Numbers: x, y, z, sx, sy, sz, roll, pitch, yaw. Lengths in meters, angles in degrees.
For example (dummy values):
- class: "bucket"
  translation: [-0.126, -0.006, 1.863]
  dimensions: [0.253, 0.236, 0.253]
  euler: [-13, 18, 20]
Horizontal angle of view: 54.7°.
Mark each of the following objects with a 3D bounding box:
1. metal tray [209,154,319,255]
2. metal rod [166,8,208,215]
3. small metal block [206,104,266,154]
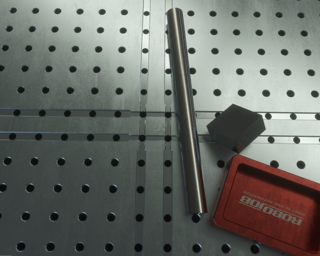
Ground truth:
- class: "metal tray"
  translation: [0.136, 0.097, 0.375]
  dimensions: [0.131, 0.030, 0.090]
  euler: [20, 71, 6]
- class: "metal rod"
  translation: [0.034, -0.036, 0.425]
  dimensions: [0.025, 0.025, 0.299]
  euler: [-4, 70, -2]
- class: "small metal block"
  translation: [0.098, 0.000, 0.399]
  dimensions: [0.050, 0.025, 0.050]
  euler: [-39, 37, -15]
